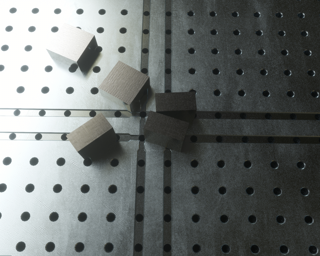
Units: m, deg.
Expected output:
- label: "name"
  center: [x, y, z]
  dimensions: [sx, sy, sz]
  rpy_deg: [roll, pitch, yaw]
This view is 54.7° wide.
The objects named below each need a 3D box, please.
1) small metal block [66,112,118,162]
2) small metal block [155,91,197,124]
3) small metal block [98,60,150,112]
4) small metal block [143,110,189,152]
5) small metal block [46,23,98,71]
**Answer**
- label: "small metal block"
  center: [-0.084, 0.013, 0.393]
  dimensions: [0.050, 0.050, 0.025]
  rpy_deg: [-36, 74, -12]
- label: "small metal block"
  center: [0.020, -0.025, 0.408]
  dimensions: [0.050, 0.050, 0.025]
  rpy_deg: [-3, 70, -1]
- label: "small metal block"
  center: [-0.049, -0.058, 0.432]
  dimensions: [0.050, 0.025, 0.050]
  rpy_deg: [30, 72, 10]
- label: "small metal block"
  center: [0.008, 0.006, 0.397]
  dimensions: [0.050, 0.050, 0.025]
  rpy_deg: [18, 71, 6]
- label: "small metal block"
  center: [-0.128, -0.119, 0.454]
  dimensions: [0.050, 0.025, 0.050]
  rpy_deg: [24, 72, 8]
